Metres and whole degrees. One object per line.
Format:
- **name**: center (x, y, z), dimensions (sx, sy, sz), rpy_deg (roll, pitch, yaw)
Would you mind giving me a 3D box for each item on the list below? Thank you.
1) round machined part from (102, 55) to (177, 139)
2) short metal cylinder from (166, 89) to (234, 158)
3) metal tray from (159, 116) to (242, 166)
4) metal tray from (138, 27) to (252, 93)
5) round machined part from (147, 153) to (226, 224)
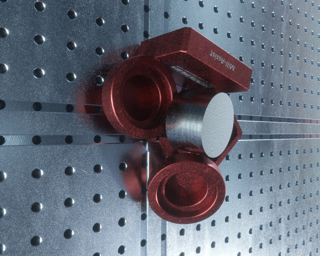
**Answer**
- **round machined part**: center (-0.028, -0.036, 0.377), dimensions (0.099, 0.042, 0.097), rpy_deg (0, 90, -40)
- **short metal cylinder**: center (0.052, -0.007, 0.390), dimensions (0.081, 0.050, 0.079), rpy_deg (-17, 112, -49)
- **metal tray**: center (0.066, 0.013, 0.463), dimensions (0.131, 0.030, 0.090), rpy_deg (-44, 117, -31)
- **metal tray**: center (0.047, -0.081, 0.408), dimensions (0.131, 0.090, 0.030), rpy_deg (19, 78, -39)
- **round machined part**: center (0.033, 0.074, 0.405), dimensions (0.099, 0.042, 0.097), rpy_deg (-1, 115, -2)
